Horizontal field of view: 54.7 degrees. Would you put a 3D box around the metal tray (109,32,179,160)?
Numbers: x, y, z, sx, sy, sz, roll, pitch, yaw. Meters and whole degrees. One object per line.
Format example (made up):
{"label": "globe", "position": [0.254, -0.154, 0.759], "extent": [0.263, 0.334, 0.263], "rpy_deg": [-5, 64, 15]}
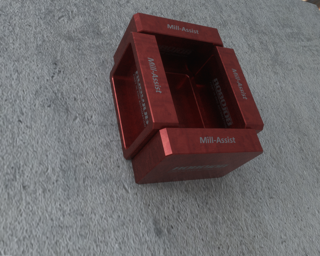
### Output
{"label": "metal tray", "position": [-0.025, -0.037, 0.374], "extent": [0.030, 0.090, 0.130], "rpy_deg": [1, 61, -28]}

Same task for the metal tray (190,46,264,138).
{"label": "metal tray", "position": [0.083, -0.036, 0.432], "extent": [0.030, 0.090, 0.130], "rpy_deg": [1, 61, -28]}

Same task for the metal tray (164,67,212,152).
{"label": "metal tray", "position": [0.016, -0.023, 0.426], "extent": [0.091, 0.030, 0.130], "rpy_deg": [1, 61, -28]}

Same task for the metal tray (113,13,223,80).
{"label": "metal tray", "position": [0.011, -0.107, 0.436], "extent": [0.131, 0.090, 0.030], "rpy_deg": [1, 62, -28]}

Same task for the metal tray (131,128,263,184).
{"label": "metal tray", "position": [0.043, 0.034, 0.367], "extent": [0.131, 0.090, 0.030], "rpy_deg": [1, 62, -28]}
